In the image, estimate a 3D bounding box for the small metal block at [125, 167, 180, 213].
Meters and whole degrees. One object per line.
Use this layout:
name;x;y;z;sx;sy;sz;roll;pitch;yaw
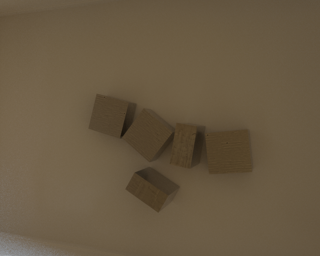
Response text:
small metal block;-0.008;0.077;0.397;0.050;0.050;0.025;32;101;16

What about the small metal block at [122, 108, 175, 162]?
small metal block;-0.013;0.009;0.411;0.050;0.025;0.050;40;102;15

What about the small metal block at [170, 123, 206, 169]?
small metal block;0.035;0.020;0.382;0.025;0.050;0.050;10;93;19

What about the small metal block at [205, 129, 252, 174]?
small metal block;0.085;0.029;0.378;0.050;0.025;0.050;-6;88;19

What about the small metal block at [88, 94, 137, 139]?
small metal block;-0.066;-0.016;0.430;0.050;0.025;0.050;16;95;19
